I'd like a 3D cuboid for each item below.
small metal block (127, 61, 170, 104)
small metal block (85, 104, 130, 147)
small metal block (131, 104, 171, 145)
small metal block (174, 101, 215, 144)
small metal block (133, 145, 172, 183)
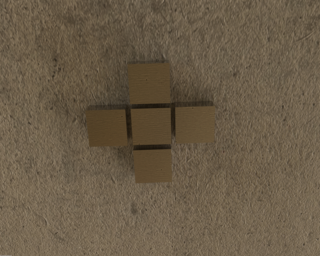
[{"bbox_3d":[-0.013,-0.058,0.390,0.050,0.025,0.050,-2,110,0],"label":"small metal block"},{"bbox_3d":[-0.068,-0.004,0.409,0.050,0.025,0.050,-2,110,0],"label":"small metal block"},{"bbox_3d":[-0.011,-0.006,0.409,0.050,0.025,0.050,-2,110,0],"label":"small metal block"},{"bbox_3d":[0.045,-0.008,0.409,0.050,0.025,0.050,-2,110,0],"label":"small metal block"},{"bbox_3d":[-0.009,0.048,0.429,0.050,0.025,0.050,-2,110,0],"label":"small metal block"}]
